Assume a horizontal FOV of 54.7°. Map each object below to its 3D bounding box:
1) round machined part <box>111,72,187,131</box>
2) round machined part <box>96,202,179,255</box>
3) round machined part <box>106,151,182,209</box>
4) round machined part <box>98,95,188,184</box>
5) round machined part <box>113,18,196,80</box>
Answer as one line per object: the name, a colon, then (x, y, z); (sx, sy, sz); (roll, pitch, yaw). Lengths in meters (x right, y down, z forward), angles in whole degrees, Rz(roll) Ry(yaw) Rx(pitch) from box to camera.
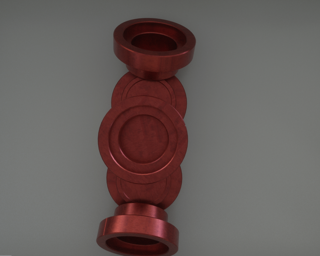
round machined part: (-0.014, -0.033, 0.401); (0.099, 0.042, 0.097); (0, 90, -1)
round machined part: (-0.026, 0.126, 0.383); (0.099, 0.097, 0.042); (6, 53, -1)
round machined part: (-0.020, 0.065, 0.401); (0.099, 0.042, 0.097); (0, 90, -1)
round machined part: (-0.018, 0.013, 0.358); (0.099, 0.042, 0.097); (0, 90, -1)
round machined part: (-0.008, -0.095, 0.383); (0.099, 0.098, 0.042); (7, 132, -1)
